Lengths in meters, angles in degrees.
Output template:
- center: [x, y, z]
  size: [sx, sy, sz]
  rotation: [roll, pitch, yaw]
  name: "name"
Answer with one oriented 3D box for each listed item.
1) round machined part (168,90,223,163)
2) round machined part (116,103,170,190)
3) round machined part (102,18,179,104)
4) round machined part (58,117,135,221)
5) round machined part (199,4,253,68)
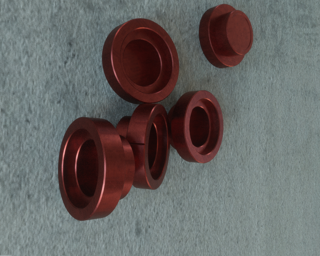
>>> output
- center: [0.045, -0.002, 0.427]
  size: [0.099, 0.042, 0.097]
  rotation: [0, 90, -50]
  name: "round machined part"
- center: [-0.022, 0.020, 0.358]
  size: [0.098, 0.042, 0.097]
  rotation: [2, 91, -73]
  name: "round machined part"
- center: [-0.027, -0.077, 0.372]
  size: [0.099, 0.042, 0.097]
  rotation: [1, 89, -40]
  name: "round machined part"
- center: [-0.061, 0.039, 0.307]
  size: [0.042, 0.098, 0.097]
  rotation: [5, 87, -40]
  name: "round machined part"
- center: [0.110, -0.146, 0.488]
  size: [0.099, 0.042, 0.097]
  rotation: [0, 90, -40]
  name: "round machined part"
